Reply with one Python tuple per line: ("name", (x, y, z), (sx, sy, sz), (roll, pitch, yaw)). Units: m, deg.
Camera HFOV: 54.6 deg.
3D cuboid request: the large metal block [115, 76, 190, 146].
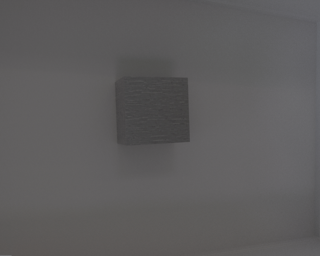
("large metal block", (-0.011, -0.021, 0.393), (0.081, 0.050, 0.080), (-2, 91, -20))
